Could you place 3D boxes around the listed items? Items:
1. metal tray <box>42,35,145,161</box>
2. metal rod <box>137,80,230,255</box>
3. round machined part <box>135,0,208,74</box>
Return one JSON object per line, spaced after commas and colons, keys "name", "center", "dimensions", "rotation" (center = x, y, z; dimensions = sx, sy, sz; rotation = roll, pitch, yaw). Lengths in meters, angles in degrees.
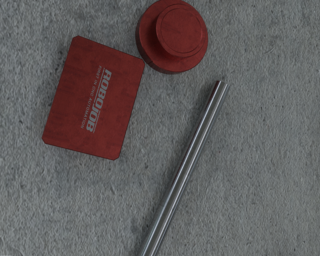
{"name": "metal tray", "center": [-0.080, -0.034, 0.377], "dimensions": [0.091, 0.030, 0.129], "rotation": [17, 84, -20]}
{"name": "metal rod", "center": [0.026, 0.073, 0.419], "dimensions": [0.025, 0.025, 0.299], "rotation": [28, 81, -18]}
{"name": "round machined part", "center": [0.020, -0.122, 0.408], "dimensions": [0.099, 0.042, 0.097], "rotation": [0, 90, -20]}
